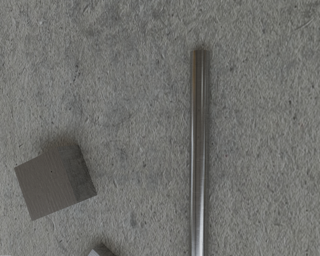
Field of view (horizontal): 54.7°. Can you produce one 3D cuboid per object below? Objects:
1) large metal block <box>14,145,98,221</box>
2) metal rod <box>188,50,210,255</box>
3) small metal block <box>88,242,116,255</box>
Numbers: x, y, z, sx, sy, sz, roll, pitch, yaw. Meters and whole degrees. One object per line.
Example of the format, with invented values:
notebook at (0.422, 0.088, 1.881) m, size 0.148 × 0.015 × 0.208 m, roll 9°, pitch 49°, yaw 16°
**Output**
large metal block at (-0.150, 0.077, 0.447) m, size 0.080 × 0.050 × 0.080 m, roll -24°, pitch 82°, yaw 18°
metal rod at (0.049, 0.053, 0.390) m, size 0.025 × 0.025 × 0.298 m, roll 1°, pitch 90°, yaw 19°
small metal block at (-0.083, 0.202, 0.437) m, size 0.050 × 0.025 × 0.050 m, roll 37°, pitch 102°, yaw 16°
